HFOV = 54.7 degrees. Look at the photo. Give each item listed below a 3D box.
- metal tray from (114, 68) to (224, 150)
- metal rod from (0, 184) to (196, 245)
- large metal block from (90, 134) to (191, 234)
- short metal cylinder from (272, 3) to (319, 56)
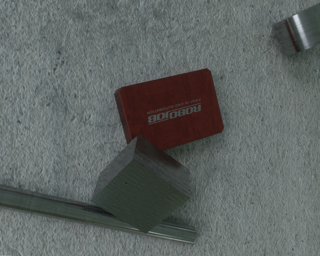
[{"bbox_3d":[0.014,-0.022,0.413,0.131,0.030,0.089,-16,96,-20],"label":"metal tray"},{"bbox_3d":[-0.092,0.103,0.375,0.302,0.025,0.025,18,84,-20],"label":"metal rod"},{"bbox_3d":[-0.021,0.068,0.368,0.080,0.050,0.080,36,116,-17],"label":"large metal block"},{"bbox_3d":[0.216,-0.148,0.461,0.080,0.080,0.050,-29,100,-18],"label":"short metal cylinder"}]
